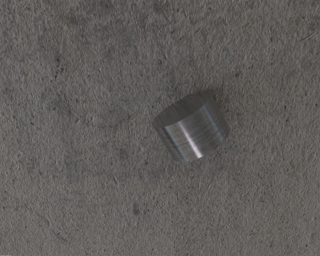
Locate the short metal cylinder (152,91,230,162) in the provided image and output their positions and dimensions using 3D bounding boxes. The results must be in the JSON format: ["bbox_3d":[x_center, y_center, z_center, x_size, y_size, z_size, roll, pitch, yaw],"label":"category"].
[{"bbox_3d":[0.038,-0.003,0.380,0.080,0.080,0.050,-28,108,10],"label":"short metal cylinder"}]
